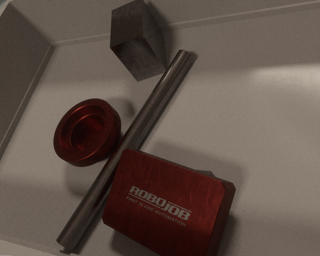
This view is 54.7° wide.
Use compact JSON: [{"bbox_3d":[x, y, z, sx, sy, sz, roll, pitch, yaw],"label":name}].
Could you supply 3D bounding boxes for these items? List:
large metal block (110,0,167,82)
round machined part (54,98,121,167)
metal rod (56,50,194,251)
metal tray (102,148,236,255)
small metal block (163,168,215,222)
[{"bbox_3d":[-0.031,-0.130,0.465,0.050,0.080,0.080,-16,55,19],"label":"large metal block"},{"bbox_3d":[-0.097,0.010,0.438,0.098,0.042,0.098,-13,56,20],"label":"round machined part"},{"bbox_3d":[-0.039,0.018,0.413,0.025,0.025,0.300,22,73,35],"label":"metal rod"},{"bbox_3d":[0.005,0.082,0.332,0.130,0.030,0.090,16,88,34],"label":"metal tray"},{"bbox_3d":[0.032,0.073,0.343,0.050,0.025,0.050,1,62,28],"label":"small metal block"}]
